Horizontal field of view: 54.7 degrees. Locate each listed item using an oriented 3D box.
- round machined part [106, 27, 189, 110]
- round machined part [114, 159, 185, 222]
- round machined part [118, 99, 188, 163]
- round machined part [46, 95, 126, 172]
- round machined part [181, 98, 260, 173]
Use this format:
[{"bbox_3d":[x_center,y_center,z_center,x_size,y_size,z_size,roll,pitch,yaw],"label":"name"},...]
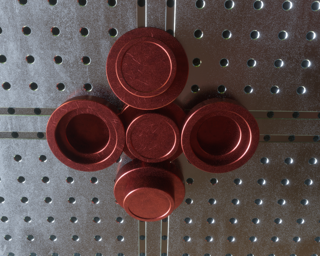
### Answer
[{"bbox_3d":[-0.015,-0.070,0.366,0.099,0.042,0.097,0,96,1],"label":"round machined part"},{"bbox_3d":[-0.014,0.091,0.425,0.099,0.042,0.097,0,125,0],"label":"round machined part"},{"bbox_3d":[-0.009,0.006,0.405,0.099,0.042,0.097,0,110,-1],"label":"round machined part"},{"bbox_3d":[-0.092,0.004,0.404,0.099,0.042,0.097,0,110,-1],"label":"round machined part"},{"bbox_3d":[0.076,0.007,0.407,0.099,0.042,0.097,0,110,-1],"label":"round machined part"}]
